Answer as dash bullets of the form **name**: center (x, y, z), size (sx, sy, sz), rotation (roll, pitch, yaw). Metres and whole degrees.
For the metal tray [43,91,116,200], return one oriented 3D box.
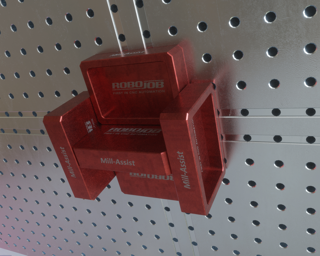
- **metal tray**: center (-0.100, 0.023, 0.433), size (0.030, 0.090, 0.129), rotation (1, 119, 28)

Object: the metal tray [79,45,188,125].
- **metal tray**: center (-0.030, -0.050, 0.391), size (0.130, 0.030, 0.089), rotation (1, 119, 27)

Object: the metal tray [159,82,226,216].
- **metal tray**: center (0.043, 0.023, 0.359), size (0.030, 0.090, 0.129), rotation (1, 119, 28)

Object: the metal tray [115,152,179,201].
- **metal tray**: center (-0.004, 0.057, 0.442), size (0.130, 0.030, 0.089), rotation (1, 119, 27)

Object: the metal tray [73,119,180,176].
- **metal tray**: center (-0.031, 0.017, 0.392), size (0.130, 0.090, 0.030), rotation (1, 119, 27)
